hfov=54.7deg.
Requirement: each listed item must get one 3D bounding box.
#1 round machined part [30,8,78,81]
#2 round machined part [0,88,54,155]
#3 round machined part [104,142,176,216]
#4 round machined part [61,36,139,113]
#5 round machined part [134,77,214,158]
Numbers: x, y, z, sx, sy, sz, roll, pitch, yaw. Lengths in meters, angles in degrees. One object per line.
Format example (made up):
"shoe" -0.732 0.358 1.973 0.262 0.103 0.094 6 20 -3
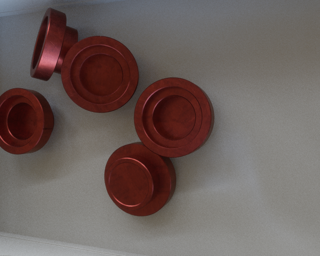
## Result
"round machined part" -0.147 -0.113 0.434 0.098 0.042 0.098 -29 55 51
"round machined part" -0.202 -0.010 0.471 0.098 0.042 0.097 0 90 19
"round machined part" -0.032 0.069 0.407 0.098 0.042 0.097 2 95 22
"round machined part" -0.077 -0.071 0.416 0.099 0.042 0.097 0 99 -2
"round machined part" 0.020 -0.013 0.394 0.098 0.042 0.097 0 90 19
